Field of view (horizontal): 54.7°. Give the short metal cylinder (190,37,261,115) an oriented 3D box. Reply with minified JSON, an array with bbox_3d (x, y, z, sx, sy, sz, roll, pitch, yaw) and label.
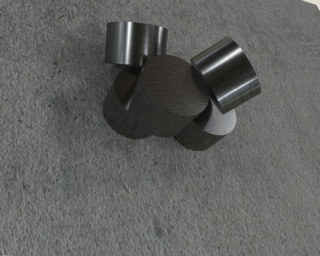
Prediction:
[{"bbox_3d":[0.079,-0.063,0.380,0.050,0.080,0.080,-31,75,6],"label":"short metal cylinder"}]

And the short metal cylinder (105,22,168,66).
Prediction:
[{"bbox_3d":[-0.032,-0.108,0.412,0.081,0.080,0.050,0,101,-29],"label":"short metal cylinder"}]

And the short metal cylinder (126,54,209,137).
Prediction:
[{"bbox_3d":[0.008,-0.036,0.352,0.081,0.050,0.080,14,56,-21],"label":"short metal cylinder"}]

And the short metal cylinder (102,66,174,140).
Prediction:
[{"bbox_3d":[-0.027,-0.032,0.395,0.081,0.050,0.080,14,56,-21],"label":"short metal cylinder"}]

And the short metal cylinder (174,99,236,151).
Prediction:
[{"bbox_3d":[0.057,-0.014,0.430,0.081,0.050,0.080,14,56,-21],"label":"short metal cylinder"}]
